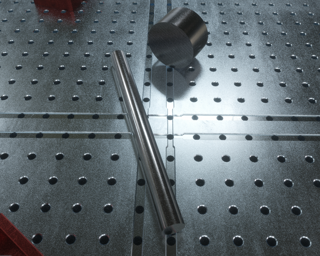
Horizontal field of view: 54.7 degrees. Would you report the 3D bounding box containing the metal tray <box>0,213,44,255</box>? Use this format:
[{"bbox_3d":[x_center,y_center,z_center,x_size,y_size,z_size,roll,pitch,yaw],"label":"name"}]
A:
[{"bbox_3d":[-0.141,0.150,0.276,0.130,0.030,0.090,32,57,23],"label":"metal tray"}]

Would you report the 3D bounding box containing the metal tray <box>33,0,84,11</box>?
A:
[{"bbox_3d":[-0.196,-0.299,0.654,0.090,0.030,0.130,15,52,12],"label":"metal tray"}]

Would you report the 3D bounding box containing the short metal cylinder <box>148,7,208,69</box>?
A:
[{"bbox_3d":[0.029,-0.142,0.491,0.080,0.080,0.050,25,54,19],"label":"short metal cylinder"}]

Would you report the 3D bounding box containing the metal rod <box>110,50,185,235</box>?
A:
[{"bbox_3d":[-0.027,-0.006,0.412,0.025,0.025,0.300,-12,51,-10],"label":"metal rod"}]
